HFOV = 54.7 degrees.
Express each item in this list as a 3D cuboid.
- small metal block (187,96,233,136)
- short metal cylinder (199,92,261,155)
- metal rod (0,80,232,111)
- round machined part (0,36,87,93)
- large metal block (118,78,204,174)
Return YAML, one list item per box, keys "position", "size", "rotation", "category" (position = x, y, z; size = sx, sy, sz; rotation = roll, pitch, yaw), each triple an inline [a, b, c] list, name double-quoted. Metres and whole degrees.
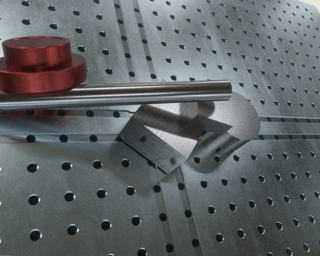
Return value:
- position: [0.063, -0.024, 0.391]
  size: [0.050, 0.025, 0.050]
  rotation: [17, 55, -19]
  category: "small metal block"
- position: [0.097, -0.008, 0.451]
  size: [0.081, 0.050, 0.080]
  rotation: [14, 56, -21]
  category: "short metal cylinder"
- position: [-0.067, -0.036, 0.339]
  size: [0.302, 0.025, 0.025]
  rotation: [-4, 62, -11]
  category: "metal rod"
- position: [-0.131, -0.074, 0.338]
  size: [0.099, 0.042, 0.098]
  rotation: [1, 26, 0]
  category: "round machined part"
- position: [0.007, -0.003, 0.396]
  size: [0.080, 0.050, 0.080]
  rotation: [38, 51, -3]
  category: "large metal block"
